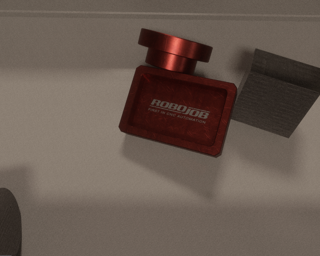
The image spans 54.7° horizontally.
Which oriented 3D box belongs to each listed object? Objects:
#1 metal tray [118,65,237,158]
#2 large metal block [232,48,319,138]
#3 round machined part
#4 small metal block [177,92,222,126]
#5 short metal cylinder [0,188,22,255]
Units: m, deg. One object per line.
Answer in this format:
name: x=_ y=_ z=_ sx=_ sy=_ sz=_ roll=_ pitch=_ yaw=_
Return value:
metal tray: x=0.023 y=-0.022 z=0.392 sx=0.130 sy=0.030 sz=0.090 roll=14 pitch=84 yaw=16
large metal block: x=0.142 y=-0.043 z=0.391 sx=0.080 sy=0.079 sz=0.050 roll=19 pitch=48 yaw=6
round machined part: x=0.018 y=-0.101 z=0.418 sx=0.098 sy=0.098 sz=0.042 roll=17 pitch=106 yaw=5
small metal block: x=0.057 y=-0.031 z=0.422 sx=0.050 sy=0.025 sz=0.050 roll=-31 pitch=73 yaw=-11
short metal cylinder: x=-0.193 y=0.110 z=0.338 sx=0.050 sy=0.080 sz=0.080 roll=-10 pitch=71 yaw=-4
